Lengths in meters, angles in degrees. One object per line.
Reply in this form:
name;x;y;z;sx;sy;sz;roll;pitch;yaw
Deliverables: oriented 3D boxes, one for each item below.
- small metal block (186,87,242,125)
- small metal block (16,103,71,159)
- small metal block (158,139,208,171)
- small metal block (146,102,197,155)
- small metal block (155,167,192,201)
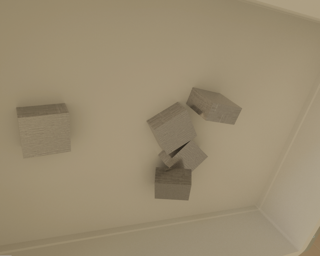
small metal block;0.072;-0.030;0.415;0.050;0.050;0.025;7;115;-32
small metal block;-0.127;0.003;0.341;0.050;0.025;0.050;-8;122;-25
small metal block;0.034;0.041;0.455;0.050;0.025;0.050;-44;130;2
small metal block;0.017;0.001;0.420;0.050;0.025;0.050;-32;129;-8
small metal block;0.018;0.082;0.448;0.050;0.025;0.050;3;142;1
